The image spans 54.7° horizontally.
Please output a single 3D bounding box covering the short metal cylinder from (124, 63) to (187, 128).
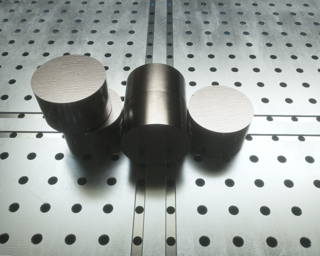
[{"bbox_3d":[-0.006,-0.037,0.403,0.081,0.080,0.050,1,51,0],"label":"short metal cylinder"}]

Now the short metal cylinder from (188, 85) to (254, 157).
[{"bbox_3d":[0.075,-0.009,0.399,0.081,0.050,0.080,0,50,0],"label":"short metal cylinder"}]

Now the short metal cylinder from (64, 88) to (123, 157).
[{"bbox_3d":[-0.087,-0.010,0.399,0.081,0.050,0.080,0,50,0],"label":"short metal cylinder"}]

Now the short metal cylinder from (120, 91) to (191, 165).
[{"bbox_3d":[-0.005,0.002,0.370,0.081,0.080,0.050,-1,50,-1],"label":"short metal cylinder"}]

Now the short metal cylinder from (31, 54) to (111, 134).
[{"bbox_3d":[-0.099,-0.040,0.357,0.081,0.050,0.080,0,50,0],"label":"short metal cylinder"}]
